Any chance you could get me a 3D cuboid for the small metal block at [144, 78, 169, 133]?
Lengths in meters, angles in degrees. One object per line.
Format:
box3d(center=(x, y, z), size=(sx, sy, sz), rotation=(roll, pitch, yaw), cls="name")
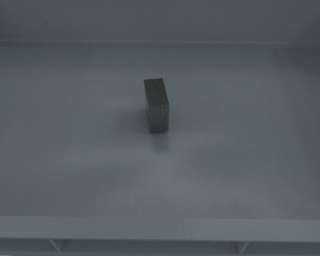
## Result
box3d(center=(-0.005, -0.030, 0.409), size=(0.025, 0.050, 0.050), rotation=(-7, 50, -5), cls="small metal block")
